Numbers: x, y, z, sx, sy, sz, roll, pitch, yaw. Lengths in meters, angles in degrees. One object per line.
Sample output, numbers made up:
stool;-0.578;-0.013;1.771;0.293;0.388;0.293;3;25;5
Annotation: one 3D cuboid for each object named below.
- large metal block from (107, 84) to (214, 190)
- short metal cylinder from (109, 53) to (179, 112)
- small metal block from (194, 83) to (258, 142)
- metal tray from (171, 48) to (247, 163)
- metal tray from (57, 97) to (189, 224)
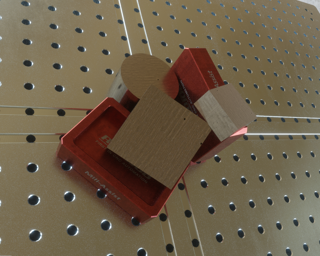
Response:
large metal block;-0.002;0.009;0.347;0.080;0.050;0.080;35;87;-6
short metal cylinder;-0.022;-0.052;0.413;0.081;0.050;0.080;14;56;-21
small metal block;0.073;-0.019;0.340;0.050;0.025;0.050;-22;74;-48
metal tray;0.051;-0.030;0.414;0.030;0.090;0.130;-10;67;-33
metal tray;-0.040;0.035;0.362;0.130;0.030;0.090;40;51;-1
